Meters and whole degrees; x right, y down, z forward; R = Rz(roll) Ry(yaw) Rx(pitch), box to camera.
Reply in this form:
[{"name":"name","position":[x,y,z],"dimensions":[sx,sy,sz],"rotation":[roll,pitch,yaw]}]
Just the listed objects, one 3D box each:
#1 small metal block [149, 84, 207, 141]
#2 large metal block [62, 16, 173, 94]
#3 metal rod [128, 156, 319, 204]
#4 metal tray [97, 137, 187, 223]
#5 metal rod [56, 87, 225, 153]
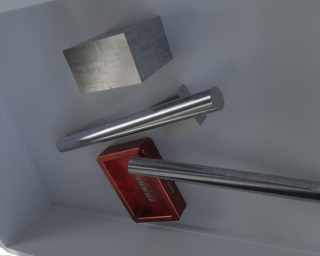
[{"name":"small metal block","position":[0.021,-0.018,0.385],"dimensions":[0.050,0.025,0.050],"rotation":[-28,103,37]},{"name":"large metal block","position":[-0.043,-0.081,0.344],"dimensions":[0.080,0.080,0.050],"rotation":[-5,116,30]},{"name":"metal rod","position":[0.106,0.065,0.371],"dimensions":[0.301,0.025,0.025],"rotation":[6,121,17]},{"name":"metal tray","position":[-0.027,0.083,0.469],"dimensions":[0.090,0.030,0.129],"rotation":[-15,111,34]},{"name":"metal rod","position":[-0.051,-0.001,0.408],"dimensions":[0.299,0.025,0.025],"rotation":[-15,111,42]}]
